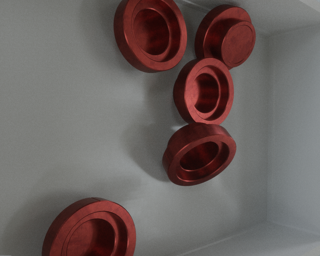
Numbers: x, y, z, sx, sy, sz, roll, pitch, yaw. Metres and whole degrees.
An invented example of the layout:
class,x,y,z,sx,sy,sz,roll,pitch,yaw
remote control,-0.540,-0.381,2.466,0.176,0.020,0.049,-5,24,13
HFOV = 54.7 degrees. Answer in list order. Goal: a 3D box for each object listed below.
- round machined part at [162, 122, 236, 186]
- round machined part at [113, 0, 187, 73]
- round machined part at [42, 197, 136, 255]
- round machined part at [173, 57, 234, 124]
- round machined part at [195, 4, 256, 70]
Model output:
class,x,y,z,sx,sy,sz,roll,pitch,yaw
round machined part,0.049,0.031,0.417,0.099,0.042,0.097,-15,136,-14
round machined part,-0.016,-0.117,0.384,0.099,0.042,0.097,0,90,-40
round machined part,-0.078,0.123,0.332,0.099,0.042,0.097,0,90,-40
round machined part,0.058,-0.050,0.442,0.099,0.042,0.097,-5,98,-38
round machined part,0.102,-0.128,0.459,0.099,0.042,0.097,-20,128,-28
